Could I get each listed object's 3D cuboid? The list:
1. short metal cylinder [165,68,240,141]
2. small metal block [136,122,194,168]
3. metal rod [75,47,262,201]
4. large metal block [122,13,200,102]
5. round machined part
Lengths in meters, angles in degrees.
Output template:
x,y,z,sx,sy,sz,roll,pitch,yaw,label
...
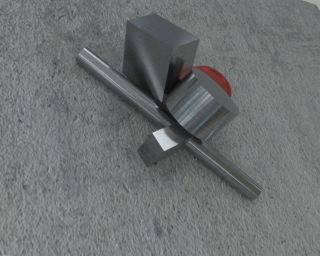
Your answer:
x,y,z,sx,sy,sz,roll,pitch,yaw,label
0.053,-0.030,0.390,0.080,0.050,0.080,36,24,-19,short metal cylinder
0.006,0.020,0.383,0.050,0.050,0.025,-23,74,-37,small metal block
0.014,-0.004,0.417,0.300,0.025,0.025,39,51,-3,metal rod
-0.002,-0.095,0.415,0.080,0.079,0.050,38,48,26,large metal block
0.067,-0.054,0.465,0.099,0.042,0.098,14,56,-21,round machined part
